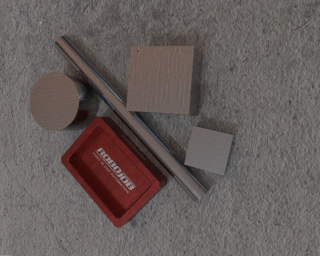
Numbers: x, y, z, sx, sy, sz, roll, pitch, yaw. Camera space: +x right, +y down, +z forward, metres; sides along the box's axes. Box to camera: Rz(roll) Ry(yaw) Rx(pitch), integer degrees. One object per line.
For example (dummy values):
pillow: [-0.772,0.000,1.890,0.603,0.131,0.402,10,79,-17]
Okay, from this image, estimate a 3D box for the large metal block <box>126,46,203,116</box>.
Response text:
large metal block: [0.007,-0.058,0.394,0.080,0.050,0.079,5,92,19]

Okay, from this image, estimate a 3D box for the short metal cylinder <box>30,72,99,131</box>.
short metal cylinder: [-0.136,-0.036,0.443,0.080,0.050,0.079,0,90,19]

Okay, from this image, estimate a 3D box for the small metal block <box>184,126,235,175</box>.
small metal block: [0.063,0.027,0.388,0.050,0.025,0.050,14,95,19]

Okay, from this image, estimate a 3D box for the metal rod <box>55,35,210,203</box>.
metal rod: [-0.046,-0.021,0.425,0.025,0.025,0.300,-46,76,14]

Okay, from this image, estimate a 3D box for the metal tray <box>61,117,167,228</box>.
metal tray: [-0.065,0.058,0.429,0.130,0.030,0.090,46,104,14]
